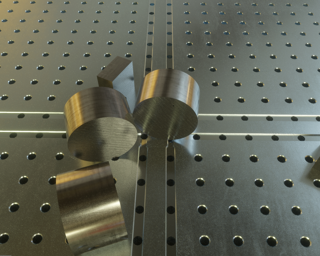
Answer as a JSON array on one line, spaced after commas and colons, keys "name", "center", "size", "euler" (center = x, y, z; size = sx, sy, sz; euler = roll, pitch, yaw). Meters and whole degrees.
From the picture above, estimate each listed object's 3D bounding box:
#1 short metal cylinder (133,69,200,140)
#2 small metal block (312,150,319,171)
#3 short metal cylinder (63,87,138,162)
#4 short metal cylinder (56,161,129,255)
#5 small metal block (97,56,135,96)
[{"name": "short metal cylinder", "center": [0.010, -0.029, 0.396], "size": [0.080, 0.080, 0.050], "euler": [6, 51, 5]}, {"name": "small metal block", "center": [0.224, 0.036, 0.379], "size": [0.050, 0.025, 0.050], "euler": [28, 55, 21]}, {"name": "short metal cylinder", "center": [-0.072, -0.003, 0.374], "size": [0.081, 0.080, 0.050], "euler": [-13, 51, -11]}, {"name": "short metal cylinder", "center": [-0.066, 0.077, 0.306], "size": [0.050, 0.080, 0.080], "euler": [-14, 52, -12]}, {"name": "small metal block", "center": [-0.062, -0.067, 0.447], "size": [0.025, 0.050, 0.050], "euler": [23, 54, 18]}]
